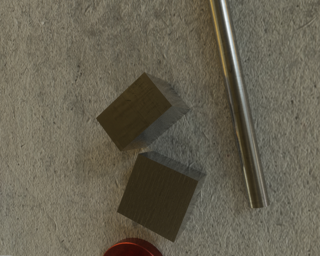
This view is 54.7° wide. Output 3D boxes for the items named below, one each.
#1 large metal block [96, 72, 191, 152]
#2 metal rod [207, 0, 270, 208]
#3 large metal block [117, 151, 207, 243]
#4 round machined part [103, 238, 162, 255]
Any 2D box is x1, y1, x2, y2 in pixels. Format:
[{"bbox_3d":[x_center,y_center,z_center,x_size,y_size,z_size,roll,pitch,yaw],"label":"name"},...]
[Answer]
[{"bbox_3d":[-0.017,-0.018,0.386,0.080,0.080,0.050,-41,77,15],"label":"large metal block"},{"bbox_3d":[0.091,-0.055,0.376,0.025,0.025,0.298,-12,86,19],"label":"metal rod"},{"bbox_3d":[0.004,0.083,0.394,0.080,0.050,0.080,23,98,18],"label":"large metal block"},{"bbox_3d":[-0.040,0.202,0.414,0.098,0.042,0.097,0,90,20],"label":"round machined part"}]
